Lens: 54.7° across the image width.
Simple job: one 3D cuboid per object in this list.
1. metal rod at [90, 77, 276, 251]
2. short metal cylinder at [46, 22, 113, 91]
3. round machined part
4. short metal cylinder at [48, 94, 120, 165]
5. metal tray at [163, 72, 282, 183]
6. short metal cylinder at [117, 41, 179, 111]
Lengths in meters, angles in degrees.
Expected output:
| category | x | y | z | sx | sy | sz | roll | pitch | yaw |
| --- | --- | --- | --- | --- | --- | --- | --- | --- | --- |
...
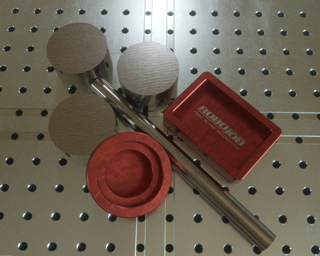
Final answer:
| category | x | y | z | sx | sy | sz | roll | pitch | yaw |
| --- | --- | --- | --- | --- | --- | --- | --- | --- | --- |
| metal rod | 0.020 | 0.037 | 0.399 | 0.300 | 0.025 | 0.025 | 42 | 75 | 14 |
| short metal cylinder | -0.110 | -0.099 | 0.434 | 0.081 | 0.050 | 0.080 | 0 | 70 | 0 |
| round machined part | -0.039 | 0.054 | 0.371 | 0.099 | 0.042 | 0.097 | 1 | 85 | -18 |
| short metal cylinder | -0.094 | 0.003 | 0.396 | 0.081 | 0.050 | 0.080 | 0 | 70 | 0 |
| metal tray | 0.079 | -0.003 | 0.409 | 0.130 | 0.030 | 0.090 | 42 | 76 | 13 |
| short metal cylinder | -0.015 | -0.070 | 0.423 | 0.081 | 0.050 | 0.080 | 0 | 70 | 0 |
